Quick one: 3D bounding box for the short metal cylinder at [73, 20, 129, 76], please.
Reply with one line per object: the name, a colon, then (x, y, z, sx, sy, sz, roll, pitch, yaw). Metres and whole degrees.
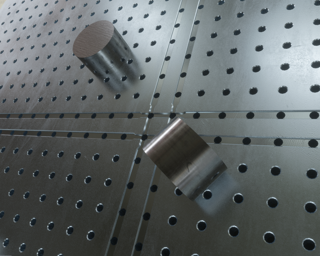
short metal cylinder: (-0.100, -0.135, 0.528, 0.080, 0.050, 0.080, -13, 56, 21)

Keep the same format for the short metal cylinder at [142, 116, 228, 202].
short metal cylinder: (0.027, 0.033, 0.339, 0.050, 0.080, 0.080, -44, 51, -2)
